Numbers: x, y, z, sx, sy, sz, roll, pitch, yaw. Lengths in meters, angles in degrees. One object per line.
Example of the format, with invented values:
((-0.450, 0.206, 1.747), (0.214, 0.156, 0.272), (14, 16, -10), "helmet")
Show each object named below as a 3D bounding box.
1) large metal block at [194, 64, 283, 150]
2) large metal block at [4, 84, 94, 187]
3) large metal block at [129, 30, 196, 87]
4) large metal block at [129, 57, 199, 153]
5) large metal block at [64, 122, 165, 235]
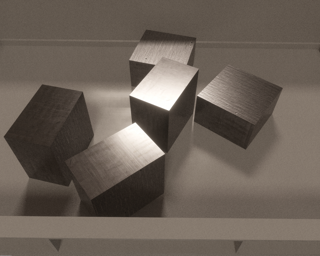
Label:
((0.103, -0.031, 0.416), (0.080, 0.050, 0.080), (31, 56, 23), "large metal block")
((-0.122, 0.009, 0.360), (0.050, 0.080, 0.080), (11, 51, 9), "large metal block")
((0.006, -0.101, 0.474), (0.080, 0.050, 0.080), (12, 51, 10), "large metal block")
((0.006, -0.029, 0.394), (0.050, 0.080, 0.080), (23, 54, 17), "large metal block")
((-0.043, 0.053, 0.324), (0.081, 0.080, 0.050), (-30, 57, -23), "large metal block")
